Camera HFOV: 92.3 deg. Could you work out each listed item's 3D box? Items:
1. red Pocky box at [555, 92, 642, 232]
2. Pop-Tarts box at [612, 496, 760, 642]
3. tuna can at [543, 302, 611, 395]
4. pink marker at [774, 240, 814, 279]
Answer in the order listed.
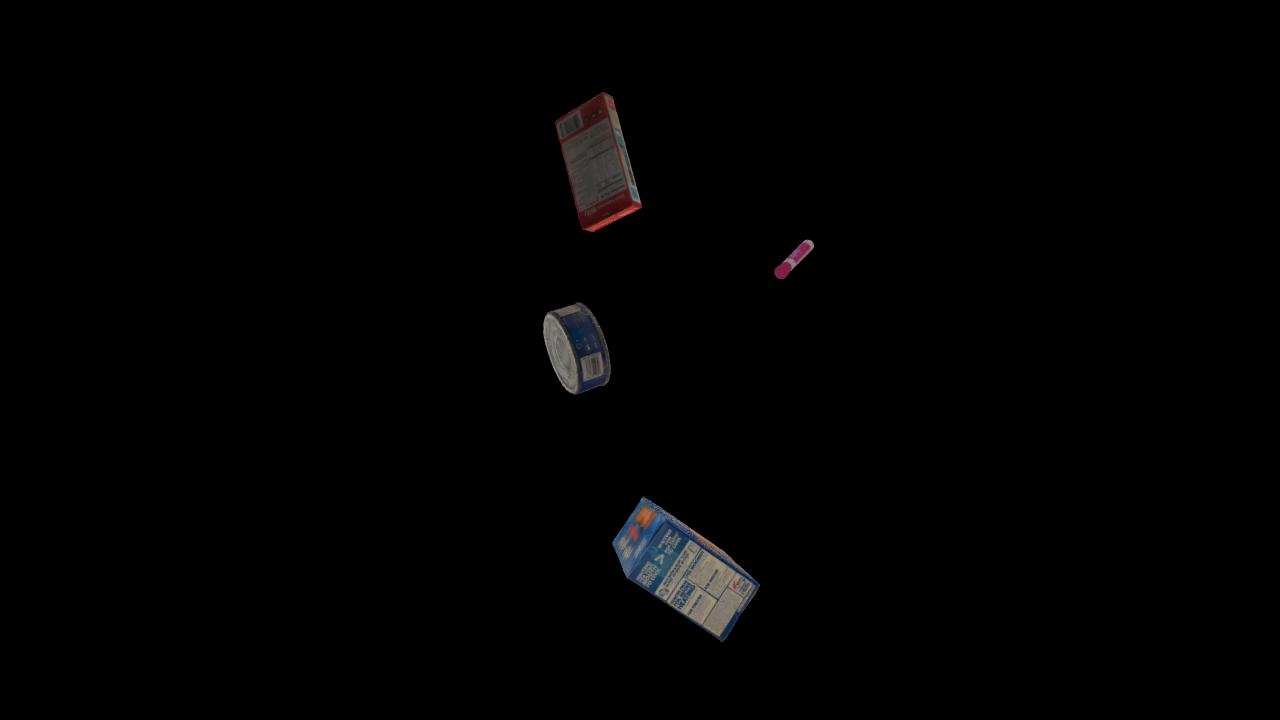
[{"bbox_3d":[-0.054,-0.250,0.785,0.083,0.155,0.028,-18,-8,29],"label":"red Pocky box"},{"bbox_3d":[0.051,0.257,0.784,0.141,0.083,0.167,35,-8,-5],"label":"Pop-Tarts box"},{"bbox_3d":[-0.062,-0.010,0.586,0.034,0.084,0.084,-20,8,-23],"label":"tuna can"},{"bbox_3d":[0.221,-0.144,0.880,0.020,0.020,0.121,0,27,36],"label":"pink marker"}]
